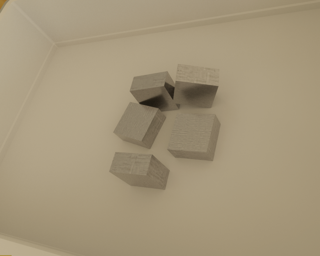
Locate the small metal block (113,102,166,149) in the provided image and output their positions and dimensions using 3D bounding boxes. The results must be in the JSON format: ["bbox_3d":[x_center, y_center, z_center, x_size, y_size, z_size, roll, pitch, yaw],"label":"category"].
[{"bbox_3d":[-0.027,-0.004,0.423,0.050,0.025,0.050,15,70,34],"label":"small metal block"}]

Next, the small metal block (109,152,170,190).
[{"bbox_3d":[-0.023,0.052,0.370,0.050,0.050,0.025,1,62,28],"label":"small metal block"}]

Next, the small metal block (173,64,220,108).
[{"bbox_3d":[0.044,-0.051,0.387,0.050,0.050,0.025,7,63,2],"label":"small metal block"}]

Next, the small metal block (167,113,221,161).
[{"bbox_3d":[0.042,0.010,0.377,0.050,0.025,0.050,2,63,29],"label":"small metal block"}]

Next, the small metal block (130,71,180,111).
[{"bbox_3d":[-0.005,-0.047,0.421,0.050,0.050,0.025,-5,55,26],"label":"small metal block"}]
